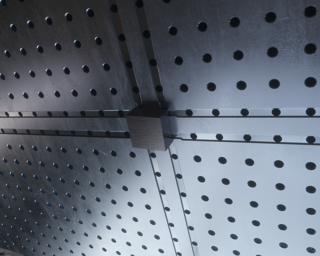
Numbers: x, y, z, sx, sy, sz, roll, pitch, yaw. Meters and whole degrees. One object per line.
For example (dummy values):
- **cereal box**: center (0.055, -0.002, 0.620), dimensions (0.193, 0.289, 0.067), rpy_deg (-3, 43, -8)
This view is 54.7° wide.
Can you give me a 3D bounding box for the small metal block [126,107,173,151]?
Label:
- **small metal block**: center (-0.014, 0.001, 0.417), dimensions (0.050, 0.025, 0.050), rpy_deg (5, 121, 25)
